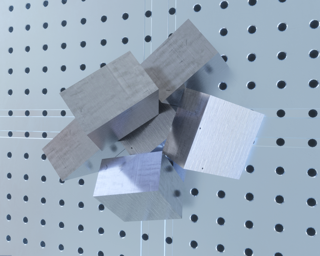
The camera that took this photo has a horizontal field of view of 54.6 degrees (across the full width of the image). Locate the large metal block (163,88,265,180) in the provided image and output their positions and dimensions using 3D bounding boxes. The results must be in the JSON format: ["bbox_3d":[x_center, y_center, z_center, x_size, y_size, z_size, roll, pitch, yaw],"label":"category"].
[{"bbox_3d":[0.060,0.007,0.355,0.050,0.081,0.080,31,104,59],"label":"large metal block"}]

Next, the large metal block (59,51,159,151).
[{"bbox_3d":[-0.049,-0.025,0.334,0.080,0.080,0.050,-34,78,-9],"label":"large metal block"}]

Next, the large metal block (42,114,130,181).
[{"bbox_3d":[-0.092,0.022,0.415,0.080,0.080,0.050,-40,78,15],"label":"large metal block"}]

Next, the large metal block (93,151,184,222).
[{"bbox_3d":[-0.022,0.076,0.384,0.080,0.080,0.050,-9,51,20],"label":"large metal block"}]

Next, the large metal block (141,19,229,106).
[{"bbox_3d":[0.030,-0.073,0.373,0.080,0.080,0.050,-41,78,15],"label":"large metal block"}]

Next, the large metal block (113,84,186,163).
[{"bbox_3d":[-0.015,-0.011,0.406,0.080,0.050,0.080,-41,77,15],"label":"large metal block"}]
